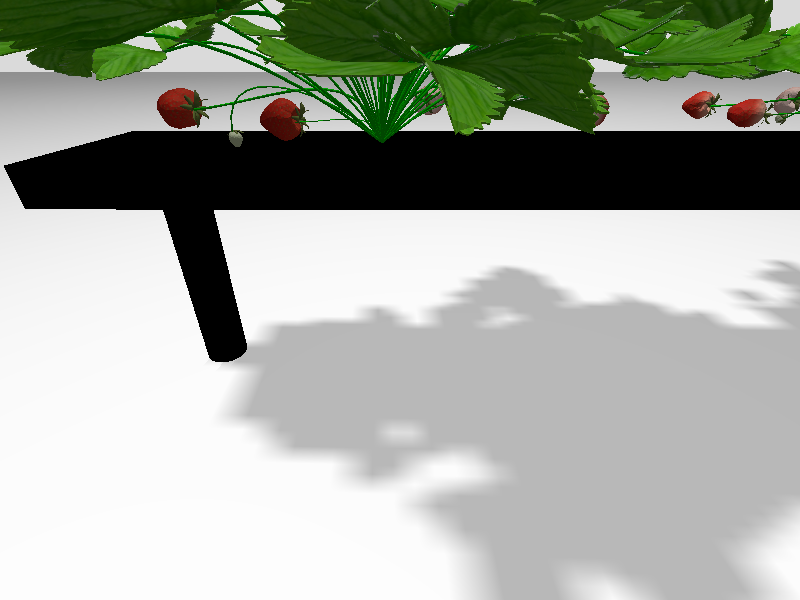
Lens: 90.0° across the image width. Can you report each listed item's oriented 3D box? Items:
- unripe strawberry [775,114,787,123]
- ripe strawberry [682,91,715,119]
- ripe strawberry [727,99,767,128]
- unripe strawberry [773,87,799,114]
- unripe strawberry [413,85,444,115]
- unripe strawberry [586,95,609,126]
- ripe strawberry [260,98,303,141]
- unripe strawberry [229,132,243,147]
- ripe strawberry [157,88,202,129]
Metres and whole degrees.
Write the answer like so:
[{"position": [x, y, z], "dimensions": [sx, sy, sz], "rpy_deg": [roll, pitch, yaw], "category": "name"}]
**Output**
[{"position": [0.407, -0.195, 0.429], "dimensions": [0.009, 0.010, 0.010], "rpy_deg": [-7, 31, -11], "category": "unripe strawberry"}, {"position": [0.337, -0.221, 0.453], "dimensions": [0.031, 0.028, 0.028], "rpy_deg": [-18, 35, -28], "category": "ripe strawberry"}, {"position": [0.339, -0.184, 0.393], "dimensions": [0.030, 0.025, 0.030], "rpy_deg": [23, 38, 34], "category": "ripe strawberry"}, {"position": [0.471, -0.242, 0.486], "dimensions": [0.026, 0.030, 0.029], "rpy_deg": [5, 24, 9], "category": "unripe strawberry"}, {"position": [0.035, -0.239, 0.479], "dimensions": [0.037, 0.032, 0.037], "rpy_deg": [8, 31, 13], "category": "unripe strawberry"}, {"position": [0.199, -0.194, 0.409], "dimensions": [0.032, 0.031, 0.030], "rpy_deg": [-13, 33, -22], "category": "unripe strawberry"}, {"position": [-0.101, -0.152, 0.337], "dimensions": [0.034, 0.033, 0.032], "rpy_deg": [5, 31, 10], "category": "ripe strawberry"}, {"position": [-0.128, -0.126, 0.312], "dimensions": [0.010, 0.012, 0.012], "rpy_deg": [-5, 31, -8], "category": "unripe strawberry"}, {"position": [-0.212, -0.184, 0.384], "dimensions": [0.040, 0.035, 0.040], "rpy_deg": [10, 33, 18], "category": "ripe strawberry"}]
